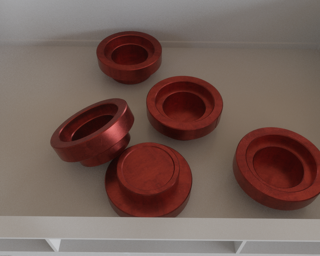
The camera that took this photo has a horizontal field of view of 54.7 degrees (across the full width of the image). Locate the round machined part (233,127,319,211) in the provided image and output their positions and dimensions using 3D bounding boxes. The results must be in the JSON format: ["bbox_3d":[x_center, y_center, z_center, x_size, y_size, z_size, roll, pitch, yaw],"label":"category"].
[{"bbox_3d":[0.132,0.049,0.354,0.099,0.042,0.098,0,50,0],"label":"round machined part"}]

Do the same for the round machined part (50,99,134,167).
[{"bbox_3d":[-0.075,0.009,0.368,0.098,0.042,0.098,-20,28,11],"label":"round machined part"}]

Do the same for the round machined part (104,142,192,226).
[{"bbox_3d":[-0.013,0.055,0.348,0.099,0.042,0.098,0,50,0],"label":"round machined part"}]

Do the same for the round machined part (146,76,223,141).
[{"bbox_3d":[0.032,-0.022,0.413,0.099,0.042,0.098,0,50,0],"label":"round machined part"}]

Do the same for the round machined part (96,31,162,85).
[{"bbox_3d":[-0.046,-0.106,0.482,0.099,0.042,0.098,0,50,0],"label":"round machined part"}]
